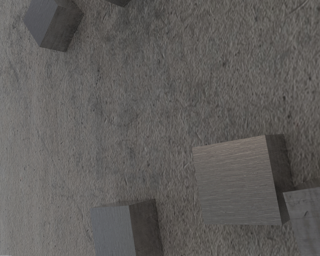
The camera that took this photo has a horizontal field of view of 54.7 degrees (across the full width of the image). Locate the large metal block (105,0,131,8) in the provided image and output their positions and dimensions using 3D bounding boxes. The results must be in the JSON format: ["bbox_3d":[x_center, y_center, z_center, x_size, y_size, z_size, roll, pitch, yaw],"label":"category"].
[{"bbox_3d":[-0.060,-0.219,0.419,0.080,0.081,0.050,-28,73,37],"label":"large metal block"}]

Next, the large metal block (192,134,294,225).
[{"bbox_3d":[0.086,0.053,0.318,0.080,0.050,0.080,-14,81,39],"label":"large metal block"}]

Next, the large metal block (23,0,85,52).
[{"bbox_3d":[-0.188,-0.194,0.545,0.080,0.050,0.080,52,120,27],"label":"large metal block"}]

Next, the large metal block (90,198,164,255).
[{"bbox_3d":[-0.047,0.144,0.428,0.080,0.050,0.080,-15,80,39],"label":"large metal block"}]

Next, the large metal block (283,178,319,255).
[{"bbox_3d":[0.148,0.081,0.247,0.050,0.081,0.080,-21,77,38],"label":"large metal block"}]
